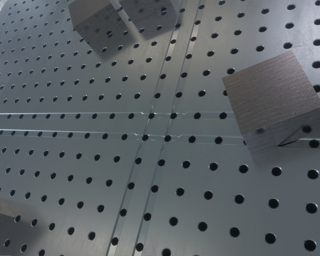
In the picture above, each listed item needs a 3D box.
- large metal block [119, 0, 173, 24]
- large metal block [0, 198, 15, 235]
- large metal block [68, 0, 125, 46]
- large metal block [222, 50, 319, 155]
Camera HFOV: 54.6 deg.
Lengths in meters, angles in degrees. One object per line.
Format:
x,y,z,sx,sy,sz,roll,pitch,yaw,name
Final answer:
-0.025,-0.248,0.558,0.080,0.050,0.080,-16,55,19,large metal block
-0.272,0.134,0.436,0.050,0.080,0.080,33,80,38,large metal block
-0.122,-0.216,0.591,0.080,0.050,0.080,-30,52,9,large metal block
0.124,-0.027,0.345,0.080,0.050,0.080,-21,54,16,large metal block
